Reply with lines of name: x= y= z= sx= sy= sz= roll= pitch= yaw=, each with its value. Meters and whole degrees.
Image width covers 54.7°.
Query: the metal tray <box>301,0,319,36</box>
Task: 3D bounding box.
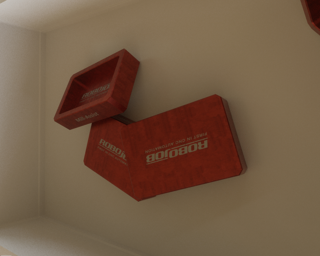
metal tray: x=0.130 y=-0.100 z=0.215 sx=0.030 sy=0.130 sz=0.090 roll=-36 pitch=49 yaw=16

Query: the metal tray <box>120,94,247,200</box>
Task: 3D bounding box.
metal tray: x=0.024 y=0.024 z=0.360 sx=0.130 sy=0.030 sz=0.090 roll=-18 pitch=78 yaw=22

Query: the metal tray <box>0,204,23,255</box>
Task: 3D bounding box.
metal tray: x=-0.344 y=0.245 z=0.685 sx=0.090 sy=0.030 sz=0.129 roll=13 pitch=98 yaw=38

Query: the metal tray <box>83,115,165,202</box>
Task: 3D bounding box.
metal tray: x=-0.052 y=0.035 z=0.444 sx=0.130 sy=0.030 sz=0.089 roll=24 pitch=105 yaw=37

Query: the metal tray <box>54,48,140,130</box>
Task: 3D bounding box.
metal tray: x=-0.094 y=-0.053 z=0.452 sx=0.130 sy=0.030 sz=0.090 roll=-14 pitch=52 yaw=38
